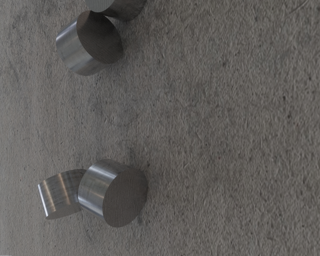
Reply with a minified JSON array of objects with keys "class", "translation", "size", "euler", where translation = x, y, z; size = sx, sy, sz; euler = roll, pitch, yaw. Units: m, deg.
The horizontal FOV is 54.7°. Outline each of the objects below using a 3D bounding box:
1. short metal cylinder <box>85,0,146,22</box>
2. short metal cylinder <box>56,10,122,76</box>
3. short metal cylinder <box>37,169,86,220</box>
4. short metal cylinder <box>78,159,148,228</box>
[{"class":"short metal cylinder","translation":[-0.063,-0.198,0.440],"size":[0.080,0.050,0.080],"euler":[0,90,39]},{"class":"short metal cylinder","translation":[-0.102,-0.123,0.454],"size":[0.050,0.081,0.080],"euler":[-18,79,39]},{"class":"short metal cylinder","translation":[-0.146,0.105,0.490],"size":[0.080,0.081,0.050],"euler":[-37,67,34]},{"class":"short metal cylinder","translation":[-0.062,0.087,0.421],"size":[0.050,0.081,0.079],"euler":[14,99,39]}]
